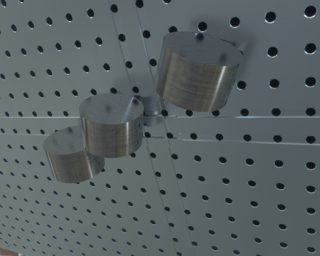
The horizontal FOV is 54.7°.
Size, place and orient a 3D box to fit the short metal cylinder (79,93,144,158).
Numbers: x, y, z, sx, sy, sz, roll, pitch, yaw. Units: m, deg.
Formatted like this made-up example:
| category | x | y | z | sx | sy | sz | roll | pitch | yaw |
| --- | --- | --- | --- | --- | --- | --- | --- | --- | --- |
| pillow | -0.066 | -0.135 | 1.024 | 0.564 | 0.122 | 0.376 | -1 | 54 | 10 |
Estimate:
| category | x | y | z | sx | sy | sz | roll | pitch | yaw |
| --- | --- | --- | --- | --- | --- | --- | --- | --- | --- |
| short metal cylinder | -0.062 | -0.005 | 0.404 | 0.080 | 0.080 | 0.050 | 17 | 125 | 18 |

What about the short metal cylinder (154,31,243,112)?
| category | x | y | z | sx | sy | sz | roll | pitch | yaw |
| --- | --- | --- | --- | --- | --- | --- | --- | --- | --- |
| short metal cylinder | 0.038 | -0.060 | 0.318 | 0.080 | 0.080 | 0.050 | 23 | 127 | 13 |

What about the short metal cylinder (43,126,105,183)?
| category | x | y | z | sx | sy | sz | roll | pitch | yaw |
| --- | --- | --- | --- | --- | --- | --- | --- | --- | --- |
| short metal cylinder | -0.127 | 0.038 | 0.463 | 0.080 | 0.080 | 0.050 | 9 | 122 | 23 |
